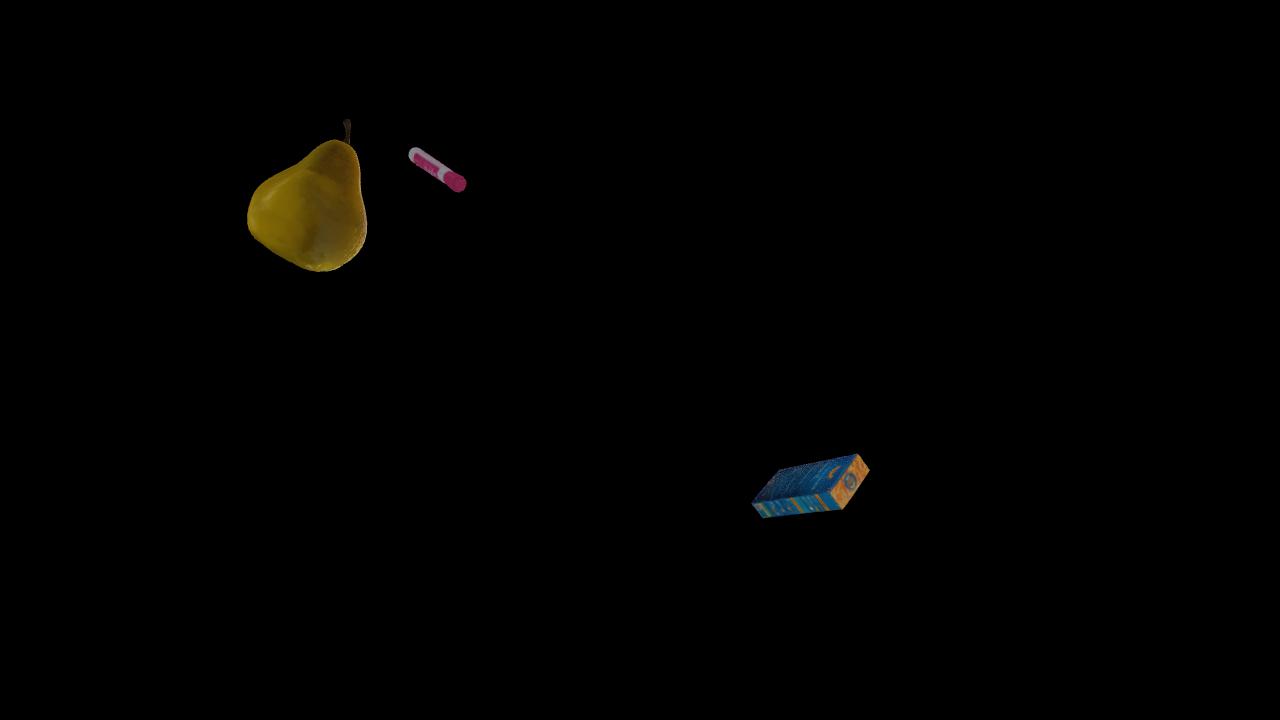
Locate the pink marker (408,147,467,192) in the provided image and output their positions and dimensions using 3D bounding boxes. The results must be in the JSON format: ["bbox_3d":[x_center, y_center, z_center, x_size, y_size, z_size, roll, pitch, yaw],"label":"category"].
[{"bbox_3d":[-0.233,-0.219,0.708,0.020,0.020,0.121,0,29,-46],"label":"pink marker"}]

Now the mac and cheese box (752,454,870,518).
[{"bbox_3d":[0.268,0.204,0.984,0.093,0.041,0.184,-39,4,-32],"label":"mac and cheese box"}]

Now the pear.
[{"bbox_3d":[-0.227,-0.121,0.447,0.080,0.111,0.080,31,-3,2],"label":"pear"}]
